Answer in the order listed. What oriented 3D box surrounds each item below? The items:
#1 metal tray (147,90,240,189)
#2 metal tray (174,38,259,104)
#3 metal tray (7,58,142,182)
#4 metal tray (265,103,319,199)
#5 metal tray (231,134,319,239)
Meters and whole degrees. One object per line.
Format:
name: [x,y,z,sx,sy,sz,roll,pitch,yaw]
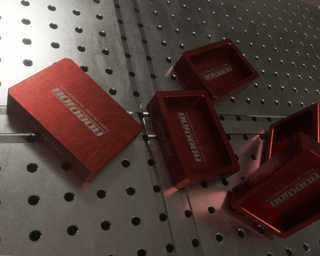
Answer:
metal tray: [0.045,0.010,0.424,0.091,0.030,0.130,-6,65,-31]
metal tray: [0.097,-0.095,0.517,0.131,0.030,0.090,-27,77,-37]
metal tray: [-0.097,-0.013,0.361,0.130,0.030,0.090,44,51,1]
metal tray: [0.201,0.033,0.454,0.030,0.090,0.130,36,50,-16]
metal tray: [0.163,0.077,0.382,0.090,0.129,0.030,33,37,-7]
